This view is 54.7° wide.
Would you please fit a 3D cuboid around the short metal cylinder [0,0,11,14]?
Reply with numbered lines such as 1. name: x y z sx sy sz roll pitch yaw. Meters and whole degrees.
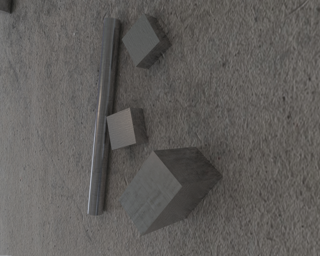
1. short metal cylinder: -0.366 -0.284 0.672 0.080 0.081 0.050 19 102 38

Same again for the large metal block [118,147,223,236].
1. large metal block: 0.013 0.070 0.359 0.050 0.081 0.080 49 119 29

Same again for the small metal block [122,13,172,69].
1. small metal block: -0.019 -0.117 0.421 0.050 0.025 0.050 -40 66 32

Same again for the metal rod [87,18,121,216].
1. metal rod: -0.087 -0.014 0.476 0.025 0.025 0.298 10 96 39

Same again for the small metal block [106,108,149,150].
1. small metal block: -0.047 0.002 0.444 0.050 0.025 0.050 -17 79 38
